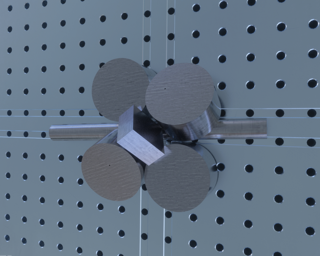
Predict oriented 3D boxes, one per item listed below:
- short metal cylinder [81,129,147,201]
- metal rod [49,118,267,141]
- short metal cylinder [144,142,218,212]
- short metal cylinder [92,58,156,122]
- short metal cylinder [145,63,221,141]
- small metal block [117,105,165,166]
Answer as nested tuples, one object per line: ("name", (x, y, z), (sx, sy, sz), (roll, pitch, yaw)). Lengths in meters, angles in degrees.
("short metal cylinder", (-0.053, 0.046, 0.401), (0.080, 0.050, 0.079), (6, 112, 16))
("metal rod", (-0.016, 0.004, 0.414), (0.301, 0.025, 0.025), (-1, 90, 19))
("short metal cylinder", (0.027, 0.058, 0.385), (0.080, 0.050, 0.079), (0, 90, 20))
("short metal cylinder", (-0.042, -0.048, 0.410), (0.080, 0.050, 0.079), (0, 90, 20))
("short metal cylinder", (0.029, -0.030, 0.371), (0.080, 0.050, 0.080), (-8, 64, 17))
("small metal block", (-0.022, 0.008, 0.365), (0.025, 0.050, 0.050), (-38, 120, 22))
